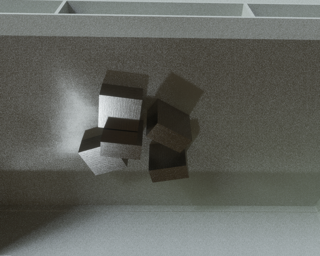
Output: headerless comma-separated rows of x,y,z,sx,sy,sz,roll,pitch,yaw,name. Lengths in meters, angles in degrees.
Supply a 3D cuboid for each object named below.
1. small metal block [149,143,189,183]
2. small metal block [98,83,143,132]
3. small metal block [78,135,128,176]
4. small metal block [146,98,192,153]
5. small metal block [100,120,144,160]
0.012,0.046,0.431,0.050,0.050,0.025,-9,130,7,small metal block
-0.049,-0.025,0.387,0.050,0.025,0.050,6,130,-6,small metal block
-0.079,0.037,0.439,0.050,0.025,0.050,-16,129,13,small metal block
0.011,-0.003,0.390,0.050,0.050,0.025,27,125,-21,small metal block
-0.049,0.013,0.403,0.050,0.050,0.025,6,130,-5,small metal block
